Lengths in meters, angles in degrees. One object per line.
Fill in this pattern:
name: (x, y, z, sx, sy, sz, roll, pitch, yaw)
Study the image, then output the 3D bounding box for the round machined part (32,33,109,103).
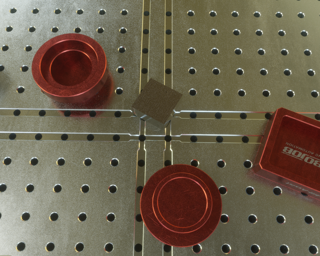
round machined part: (-0.121, -0.079, 0.430, 0.099, 0.042, 0.098, 0, 70, -1)

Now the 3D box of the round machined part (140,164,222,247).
round machined part: (0.025, 0.091, 0.370, 0.099, 0.042, 0.098, 0, 70, -1)

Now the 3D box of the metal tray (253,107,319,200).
metal tray: (0.197, 0.038, 0.397, 0.131, 0.030, 0.090, 22, 71, 7)

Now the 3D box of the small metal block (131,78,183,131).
small metal block: (-0.004, -0.032, 0.424, 0.050, 0.025, 0.050, 29, 72, 9)
